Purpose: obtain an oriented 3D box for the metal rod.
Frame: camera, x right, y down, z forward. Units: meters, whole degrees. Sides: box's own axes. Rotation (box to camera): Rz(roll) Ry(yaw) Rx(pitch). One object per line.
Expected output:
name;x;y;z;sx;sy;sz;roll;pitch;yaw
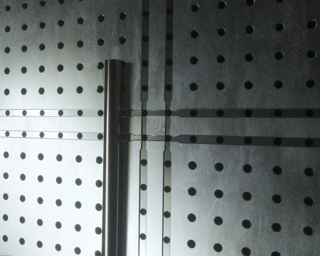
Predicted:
metal rod;-0.067;0.055;0.435;0.025;0.025;0.298;1;90;19
